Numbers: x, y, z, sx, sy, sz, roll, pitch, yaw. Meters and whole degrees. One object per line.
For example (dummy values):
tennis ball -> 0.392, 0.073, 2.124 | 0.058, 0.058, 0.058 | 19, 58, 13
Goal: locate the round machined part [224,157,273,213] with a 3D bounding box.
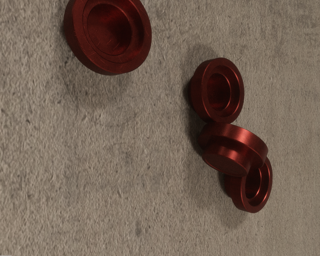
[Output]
round machined part -> 0.144, 0.088, 0.515 | 0.099, 0.042, 0.097 | -4, 95, -43

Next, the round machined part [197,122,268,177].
round machined part -> 0.099, 0.036, 0.443 | 0.098, 0.098, 0.042 | 41, 65, -33

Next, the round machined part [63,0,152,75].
round machined part -> -0.060, -0.107, 0.344 | 0.099, 0.042, 0.097 | 0, 90, -40

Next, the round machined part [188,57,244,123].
round machined part -> 0.080, -0.053, 0.463 | 0.099, 0.042, 0.097 | 0, 90, -40
